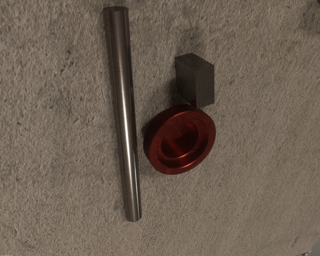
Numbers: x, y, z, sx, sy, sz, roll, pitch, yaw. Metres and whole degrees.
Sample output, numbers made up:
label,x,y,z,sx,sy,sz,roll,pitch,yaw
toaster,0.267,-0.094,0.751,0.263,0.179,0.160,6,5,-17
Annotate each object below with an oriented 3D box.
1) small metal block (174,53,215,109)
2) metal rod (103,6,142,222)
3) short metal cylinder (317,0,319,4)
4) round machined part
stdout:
label,x,y,z,sx,sy,sz,roll,pitch,yaw
small metal block,0.042,-0.059,0.379,0.025,0.050,0.050,-20,126,-17
metal rod,-0.042,0.007,0.389,0.025,0.025,0.298,-15,125,-21
short metal cylinder,0.256,-0.198,0.411,0.081,0.050,0.079,-14,125,-21
round machined part,0.022,0.011,0.417,0.099,0.042,0.097,-14,125,-21
